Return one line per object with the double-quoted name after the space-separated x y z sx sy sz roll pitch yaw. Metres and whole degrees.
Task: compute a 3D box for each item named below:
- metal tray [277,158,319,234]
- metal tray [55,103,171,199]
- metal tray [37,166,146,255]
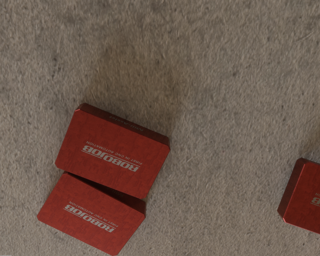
0.243 0.105 0.428 0.131 0.030 0.089 19 97 3 "metal tray"
-0.063 0.033 0.418 0.131 0.030 0.089 23 108 -9 "metal tray"
-0.097 0.121 0.450 0.130 0.030 0.090 31 107 -11 "metal tray"
